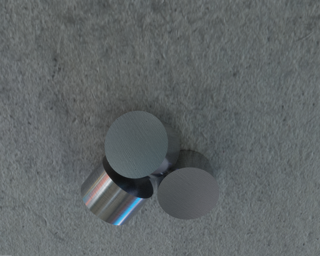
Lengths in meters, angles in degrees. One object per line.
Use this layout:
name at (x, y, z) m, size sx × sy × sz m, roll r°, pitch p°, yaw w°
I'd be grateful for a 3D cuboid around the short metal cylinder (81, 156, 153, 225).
short metal cylinder at (-0.056, 0.080, 0.409) m, size 0.080 × 0.080 × 0.050 m, roll 36°, pitch 106°, yaw -13°

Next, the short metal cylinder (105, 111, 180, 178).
short metal cylinder at (-0.021, 0.023, 0.385) m, size 0.080 × 0.050 × 0.080 m, roll -3°, pitch 80°, yaw 19°

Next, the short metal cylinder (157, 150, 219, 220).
short metal cylinder at (0.036, 0.077, 0.424) m, size 0.081 × 0.050 × 0.079 m, roll -1°, pitch 112°, yaw -1°
